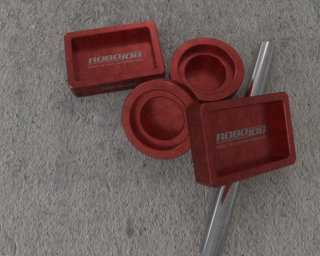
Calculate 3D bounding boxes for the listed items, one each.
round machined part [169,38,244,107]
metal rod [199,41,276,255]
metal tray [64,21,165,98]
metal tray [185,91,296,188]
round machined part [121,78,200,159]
[{"bbox_3d":[0.061,-0.071,0.425,0.099,0.042,0.098,0,69,-1],"label":"round machined part"},{"bbox_3d":[0.106,0.014,0.403,0.025,0.025,0.300,18,71,6],"label":"metal rod"},{"bbox_3d":[-0.064,-0.099,0.441,0.131,0.030,0.090,-10,70,-4],"label":"metal tray"},{"bbox_3d":[0.098,0.010,0.361,0.131,0.030,0.089,-10,93,-27],"label":"metal tray"},{"bbox_3d":[0.005,-0.014,0.387,0.098,0.042,0.097,5,108,17],"label":"round machined part"}]
